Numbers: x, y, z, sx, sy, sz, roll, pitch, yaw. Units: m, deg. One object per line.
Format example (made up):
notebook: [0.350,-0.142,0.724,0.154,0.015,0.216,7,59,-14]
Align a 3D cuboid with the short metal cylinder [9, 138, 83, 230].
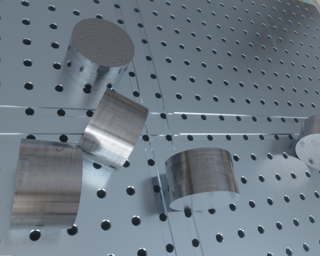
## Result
short metal cylinder: [-0.106,0.052,0.285,0.050,0.080,0.080,8,59,-25]

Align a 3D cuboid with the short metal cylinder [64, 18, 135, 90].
short metal cylinder: [-0.080,-0.097,0.409,0.081,0.050,0.080,14,56,-21]

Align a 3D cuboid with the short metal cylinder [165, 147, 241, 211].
short metal cylinder: [0.048,0.062,0.363,0.081,0.080,0.050,8,59,-25]

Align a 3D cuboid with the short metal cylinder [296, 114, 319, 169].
short metal cylinder: [0.270,0.023,0.507,0.080,0.080,0.050,38,51,-4]

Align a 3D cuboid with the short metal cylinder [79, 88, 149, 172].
short metal cylinder: [-0.054,0.002,0.344,0.050,0.080,0.080,27,52,-12]
